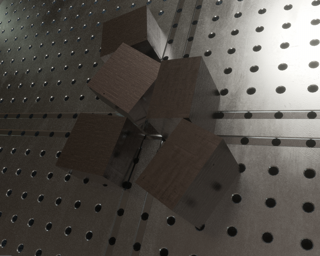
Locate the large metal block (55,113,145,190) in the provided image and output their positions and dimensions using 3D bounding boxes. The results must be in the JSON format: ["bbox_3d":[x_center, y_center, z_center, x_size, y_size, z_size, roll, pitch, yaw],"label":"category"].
[{"bbox_3d":[-0.078,0.029,0.414,0.080,0.050,0.080,6,65,30],"label":"large metal block"}]

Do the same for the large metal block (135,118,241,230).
[{"bbox_3d":[0.033,0.050,0.324,0.050,0.080,0.080,29,78,37],"label":"large metal block"}]

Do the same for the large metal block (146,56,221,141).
[{"bbox_3d":[0.032,-0.027,0.372,0.050,0.080,0.080,0,62,28],"label":"large metal block"}]

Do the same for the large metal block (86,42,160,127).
[{"bbox_3d":[-0.040,-0.061,0.438,0.080,0.050,0.080,34,80,24],"label":"large metal block"}]

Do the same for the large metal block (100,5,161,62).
[{"bbox_3d":[-0.046,-0.140,0.500,0.080,0.050,0.080,-15,55,19],"label":"large metal block"}]
